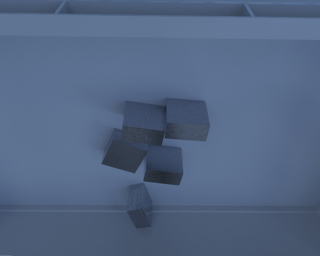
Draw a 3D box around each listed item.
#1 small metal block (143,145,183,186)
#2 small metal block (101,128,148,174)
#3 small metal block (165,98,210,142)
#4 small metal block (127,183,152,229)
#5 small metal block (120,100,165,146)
[{"bbox_3d":[0.004,0.051,0.436,0.050,0.050,0.025,8,130,-7],"label":"small metal block"},{"bbox_3d":[-0.049,0.033,0.436,0.050,0.025,0.050,19,128,-16],"label":"small metal block"},{"bbox_3d":[0.032,-0.011,0.383,0.050,0.050,0.025,5,130,-4],"label":"small metal block"},{"bbox_3d":[-0.032,0.125,0.499,0.025,0.050,0.050,-11,129,9],"label":"small metal block"},{"bbox_3d":[-0.021,-0.006,0.387,0.050,0.050,0.025,8,130,-7],"label":"small metal block"}]
